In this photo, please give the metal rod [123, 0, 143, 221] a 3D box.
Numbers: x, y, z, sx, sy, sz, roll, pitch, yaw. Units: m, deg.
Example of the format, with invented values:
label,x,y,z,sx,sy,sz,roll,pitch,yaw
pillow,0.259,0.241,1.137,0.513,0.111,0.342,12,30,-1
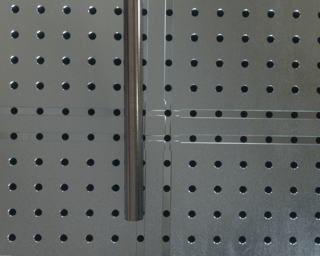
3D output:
label,x,y,z,sx,sy,sz,roll,pitch,yaw
metal rod,-0.036,-0.028,0.412,0.025,0.025,0.298,0,90,-1
